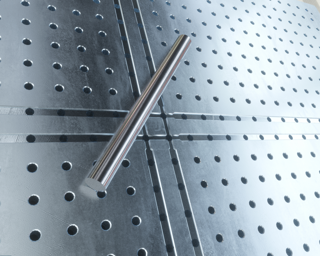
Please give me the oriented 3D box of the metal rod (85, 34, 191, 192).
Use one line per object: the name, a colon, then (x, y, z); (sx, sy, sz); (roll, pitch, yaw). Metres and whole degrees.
metal rod: (-0.014, -0.042, 0.427); (0.025, 0.025, 0.301); (34, 51, -7)
